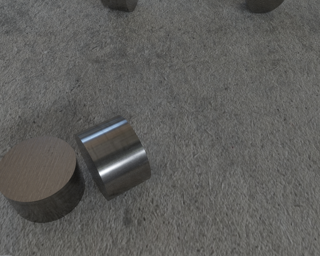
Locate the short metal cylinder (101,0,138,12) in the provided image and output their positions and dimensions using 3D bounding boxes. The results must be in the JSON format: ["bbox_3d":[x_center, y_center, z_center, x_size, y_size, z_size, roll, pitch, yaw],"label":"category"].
[{"bbox_3d":[-0.075,-0.268,0.592,0.050,0.080,0.080,12,51,10],"label":"short metal cylinder"}]

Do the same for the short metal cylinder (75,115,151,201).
[{"bbox_3d":[-0.052,0.032,0.340,0.050,0.080,0.080,-26,55,-20],"label":"short metal cylinder"}]

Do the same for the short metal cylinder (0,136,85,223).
[{"bbox_3d":[-0.128,0.056,0.339,0.080,0.050,0.080,0,50,0],"label":"short metal cylinder"}]

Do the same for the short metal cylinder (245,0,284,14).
[{"bbox_3d":[0.199,-0.270,0.596,0.081,0.080,0.050,-7,51,-6],"label":"short metal cylinder"}]
